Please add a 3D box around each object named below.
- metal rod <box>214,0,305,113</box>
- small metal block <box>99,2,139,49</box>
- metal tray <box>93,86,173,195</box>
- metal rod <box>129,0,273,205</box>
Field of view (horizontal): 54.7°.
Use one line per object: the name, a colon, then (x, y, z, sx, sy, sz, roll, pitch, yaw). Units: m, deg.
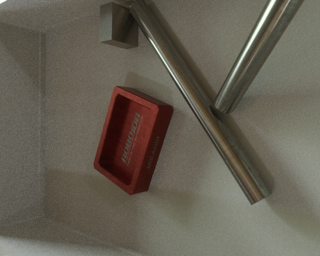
metal rod: (0.104, -0.112, 0.231, 0.025, 0.025, 0.298, 56, 150, 25)
small metal block: (-0.057, -0.142, 0.435, 0.025, 0.050, 0.050, 2, 91, 40)
metal tray: (-0.041, 0.016, 0.435, 0.090, 0.030, 0.129, 28, 107, 36)
metal rod: (0.037, -0.047, 0.374, 0.025, 0.025, 0.299, -43, 64, 31)
